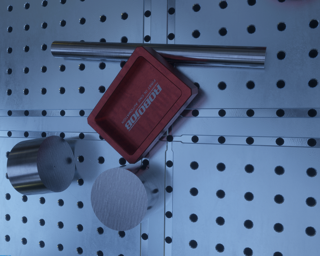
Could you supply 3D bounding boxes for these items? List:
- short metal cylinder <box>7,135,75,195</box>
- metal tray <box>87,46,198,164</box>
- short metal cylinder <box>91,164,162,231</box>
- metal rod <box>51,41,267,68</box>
[{"bbox_3d":[-0.167,0.054,0.442,0.050,0.080,0.080,-10,87,20],"label":"short metal cylinder"},{"bbox_3d":[-0.026,-0.028,0.404,0.090,0.030,0.129,43,112,9],"label":"metal tray"},{"bbox_3d":[-0.044,0.090,0.415,0.080,0.050,0.080,0,90,20],"label":"short metal cylinder"},{"bbox_3d":[-0.016,-0.101,0.417,0.301,0.025,0.025,7,93,19],"label":"metal rod"}]
